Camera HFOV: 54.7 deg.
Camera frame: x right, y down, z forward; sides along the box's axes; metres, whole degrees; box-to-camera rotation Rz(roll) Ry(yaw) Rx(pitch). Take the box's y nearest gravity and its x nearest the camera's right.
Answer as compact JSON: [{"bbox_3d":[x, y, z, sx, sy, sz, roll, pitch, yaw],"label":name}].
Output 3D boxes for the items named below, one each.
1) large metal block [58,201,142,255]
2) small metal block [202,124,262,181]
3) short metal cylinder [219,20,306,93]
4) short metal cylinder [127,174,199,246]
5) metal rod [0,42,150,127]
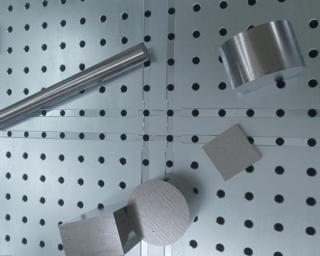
[{"bbox_3d":[-0.070,0.133,0.408,0.080,0.080,0.050,-18,84,19],"label":"large metal block"},{"bbox_3d":[0.089,0.029,0.381,0.050,0.025,0.050,-37,78,16],"label":"small metal block"},{"bbox_3d":[0.112,-0.076,0.344,0.080,0.080,0.050,-18,84,19],"label":"short metal cylinder"},{"bbox_3d":[0.005,0.102,0.397,0.080,0.050,0.080,0,90,19],"label":"short metal cylinder"},{"bbox_3d":[-0.153,-0.055,0.466,0.300,0.025,0.025,-20,83,18],"label":"metal rod"}]
